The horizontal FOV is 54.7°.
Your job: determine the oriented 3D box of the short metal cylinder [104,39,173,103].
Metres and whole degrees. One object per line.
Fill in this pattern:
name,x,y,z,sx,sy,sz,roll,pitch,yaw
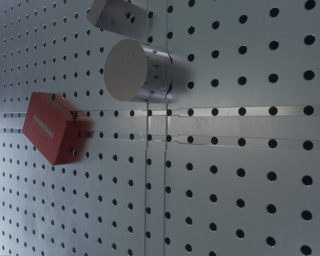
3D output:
short metal cylinder,-0.030,-0.074,0.418,0.080,0.050,0.079,0,90,40

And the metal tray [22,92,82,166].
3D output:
metal tray,-0.204,-0.001,0.575,0.130,0.030,0.089,35,111,34

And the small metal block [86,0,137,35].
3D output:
small metal block,-0.071,-0.170,0.451,0.025,0.050,0.050,51,120,28
